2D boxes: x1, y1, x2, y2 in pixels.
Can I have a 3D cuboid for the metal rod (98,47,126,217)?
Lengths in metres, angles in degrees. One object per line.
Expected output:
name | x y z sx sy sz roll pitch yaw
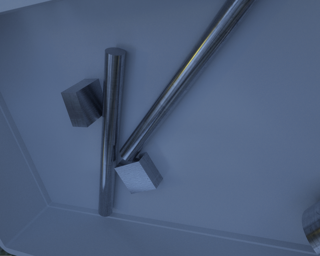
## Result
metal rod | -0.076 0.027 0.463 0.025 0.025 0.298 21 126 15

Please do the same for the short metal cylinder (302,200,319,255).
short metal cylinder | 0.204 0.109 0.333 0.080 0.080 0.050 36 129 4

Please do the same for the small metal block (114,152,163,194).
small metal block | -0.032 0.068 0.466 0.050 0.025 0.050 -19 108 35

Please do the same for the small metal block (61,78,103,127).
small metal block | -0.101 -0.035 0.422 0.025 0.050 0.050 2 120 27

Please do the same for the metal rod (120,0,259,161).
metal rod | 0.024 -0.053 0.362 0.025 0.025 0.298 39 129 1
